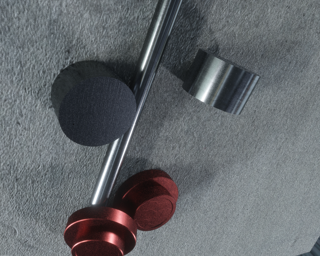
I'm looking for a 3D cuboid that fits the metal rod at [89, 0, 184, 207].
[{"bbox_3d":[-0.033,-0.026,0.374,0.025,0.025,0.298,8,114,-32],"label":"metal rod"}]

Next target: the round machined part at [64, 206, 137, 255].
[{"bbox_3d":[-0.082,0.154,0.423,0.099,0.042,0.097,0,128,1],"label":"round machined part"}]

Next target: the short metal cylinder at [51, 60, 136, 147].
[{"bbox_3d":[-0.072,-0.027,0.335,0.081,0.050,0.079,-14,125,-21],"label":"short metal cylinder"}]

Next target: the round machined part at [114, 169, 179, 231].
[{"bbox_3d":[-0.015,0.113,0.459,0.099,0.042,0.097,-14,125,-21],"label":"round machined part"}]

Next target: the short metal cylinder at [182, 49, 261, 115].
[{"bbox_3d":[0.074,-0.057,0.378,0.081,0.080,0.050,12,112,-34],"label":"short metal cylinder"}]
